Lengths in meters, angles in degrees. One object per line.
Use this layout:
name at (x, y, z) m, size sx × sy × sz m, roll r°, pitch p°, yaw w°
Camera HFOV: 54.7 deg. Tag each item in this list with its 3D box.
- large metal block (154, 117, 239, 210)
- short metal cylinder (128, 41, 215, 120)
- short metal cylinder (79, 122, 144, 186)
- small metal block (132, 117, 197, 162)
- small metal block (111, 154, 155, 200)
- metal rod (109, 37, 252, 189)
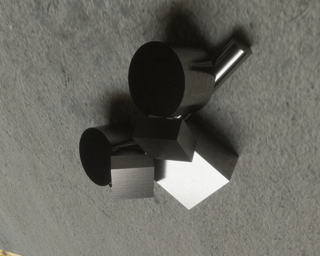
large metal block at (0.039, 0.046, 0.397) m, size 0.080 × 0.050 × 0.080 m, roll 41°, pitch 129°, yaw -1°
short metal cylinder at (0.011, -0.052, 0.334) m, size 0.080 × 0.050 × 0.079 m, roll 12°, pitch 108°, yaw 42°
short metal cylinder at (-0.068, 0.034, 0.429) m, size 0.080 × 0.050 × 0.079 m, roll 12°, pitch 108°, yaw 41°
small metal block at (0.006, 0.013, 0.331) m, size 0.050 × 0.025 × 0.050 m, roll 2°, pitch 150°, yaw 27°
small metal block at (-0.034, 0.061, 0.382) m, size 0.050 × 0.025 × 0.050 m, roll -3°, pitch 123°, yaw -8°
metal rod at (0.006, 0.003, 0.405) m, size 0.025 × 0.025 × 0.298 m, roll 41°, pitch 129°, yaw -1°
